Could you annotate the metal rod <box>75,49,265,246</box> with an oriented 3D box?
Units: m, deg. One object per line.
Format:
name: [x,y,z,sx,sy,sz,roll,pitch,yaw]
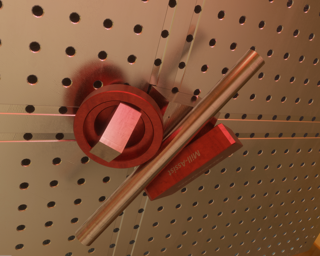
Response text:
metal rod: [0.009,0.026,0.369,0.300,0.025,0.025,-47,130,4]

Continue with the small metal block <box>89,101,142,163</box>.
small metal block: [-0.049,0.006,0.337,0.025,0.050,0.050,31,63,-13]

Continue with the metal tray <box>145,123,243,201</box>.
metal tray: [0.046,0.047,0.421,0.130,0.030,0.090,-37,163,13]

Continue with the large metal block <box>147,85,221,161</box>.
large metal block: [0.019,-0.002,0.405,0.081,0.050,0.079,9,114,-33]

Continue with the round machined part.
round machined part: [-0.045,-0.005,0.357,0.099,0.042,0.097,0,118,0]
